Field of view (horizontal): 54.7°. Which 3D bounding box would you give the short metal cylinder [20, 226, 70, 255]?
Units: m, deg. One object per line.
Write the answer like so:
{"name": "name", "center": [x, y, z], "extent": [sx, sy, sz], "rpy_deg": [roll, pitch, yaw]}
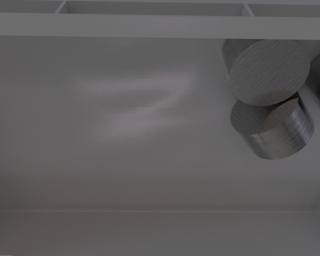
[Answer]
{"name": "short metal cylinder", "center": [-0.218, 0.231, 0.590], "extent": [0.081, 0.050, 0.079], "rpy_deg": [0, 130, 0]}

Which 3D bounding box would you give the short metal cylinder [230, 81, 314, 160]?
{"name": "short metal cylinder", "center": [0.131, -0.009, 0.366], "extent": [0.080, 0.080, 0.050], "rpy_deg": [-29, 124, 22]}

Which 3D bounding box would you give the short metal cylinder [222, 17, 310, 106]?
{"name": "short metal cylinder", "center": [0.111, -0.070, 0.334], "extent": [0.081, 0.050, 0.079], "rpy_deg": [0, 130, 0]}

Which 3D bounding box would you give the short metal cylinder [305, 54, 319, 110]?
{"name": "short metal cylinder", "center": [0.215, -0.050, 0.352], "extent": [0.081, 0.050, 0.079], "rpy_deg": [0, 130, 0]}
